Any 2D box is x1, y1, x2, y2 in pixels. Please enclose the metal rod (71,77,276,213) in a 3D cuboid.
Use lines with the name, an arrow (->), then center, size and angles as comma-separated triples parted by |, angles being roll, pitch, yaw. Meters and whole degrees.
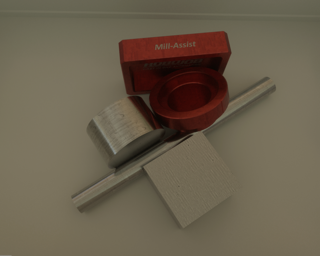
metal rod -> 0.026, 0.016, 0.403 | 0.301, 0.025, 0.025 | -31, 73, -11

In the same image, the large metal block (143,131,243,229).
large metal block -> 0.036, 0.063, 0.371 | 0.080, 0.050, 0.080 | -31, 73, -11

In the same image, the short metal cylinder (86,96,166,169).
short metal cylinder -> -0.041, 0.006, 0.376 | 0.080, 0.080, 0.050 | -32, 74, -11

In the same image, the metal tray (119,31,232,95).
metal tray -> 0.017, -0.081, 0.402 | 0.131, 0.090, 0.030 | -6, 71, -3

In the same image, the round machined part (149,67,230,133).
round machined part -> 0.039, -0.032, 0.396 | 0.098, 0.042, 0.098 | -10, 44, 10
